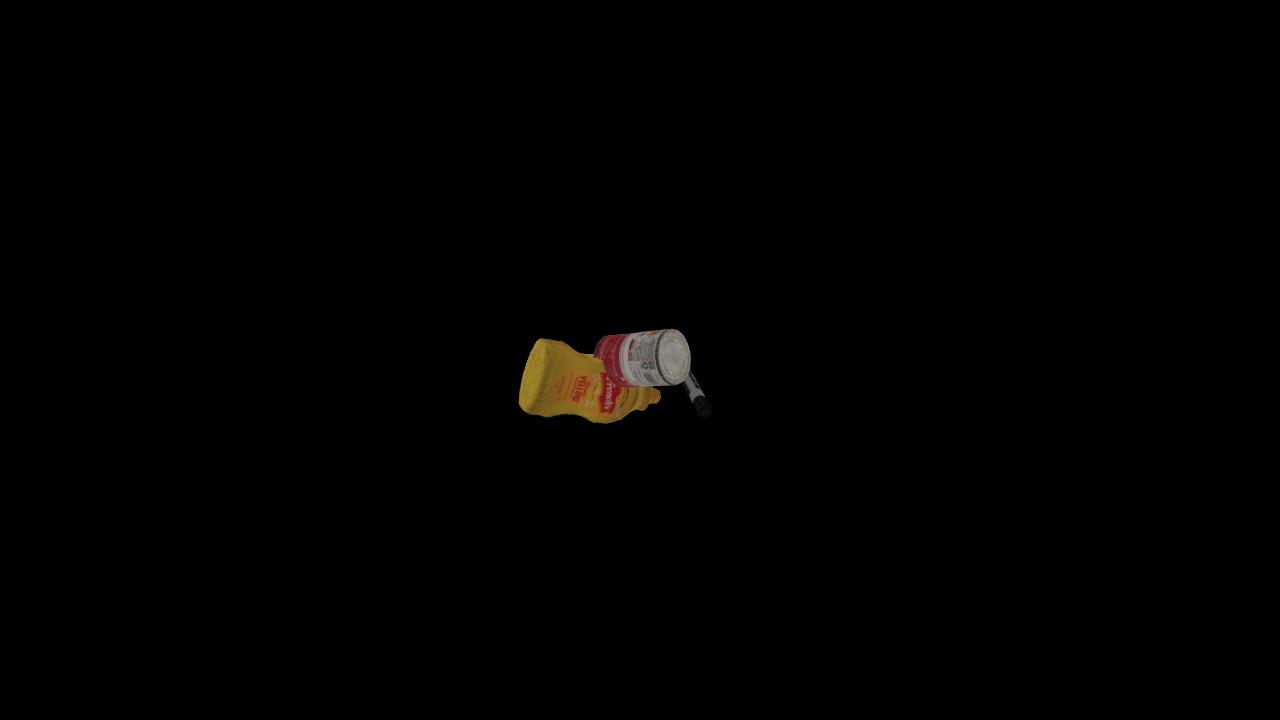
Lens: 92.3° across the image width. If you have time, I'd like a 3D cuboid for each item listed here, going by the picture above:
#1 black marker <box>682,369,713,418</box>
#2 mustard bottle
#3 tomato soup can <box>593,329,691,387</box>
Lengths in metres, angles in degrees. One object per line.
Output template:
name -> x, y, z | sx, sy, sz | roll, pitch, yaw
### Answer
black marker -> 0.063, 0.032, 0.755 | 0.020, 0.020, 0.121 | 0, 30, -14
mustard bottle -> -0.052, 0.033, 0.763 | 0.184, 0.092, 0.054 | 12, 6, -32
tomato soup can -> 0.003, -0.001, 0.739 | 0.101, 0.068, 0.068 | -5, -3, 40
